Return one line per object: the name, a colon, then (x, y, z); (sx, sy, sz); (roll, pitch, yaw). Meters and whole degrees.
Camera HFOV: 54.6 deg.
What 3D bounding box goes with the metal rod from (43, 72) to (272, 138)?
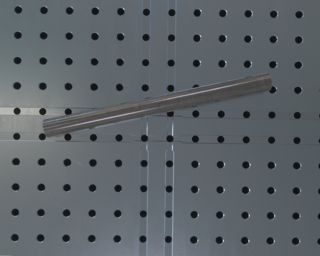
metal rod: (-0.003, -0.031, 0.413); (0.301, 0.025, 0.025); (-12, 90, 0)
